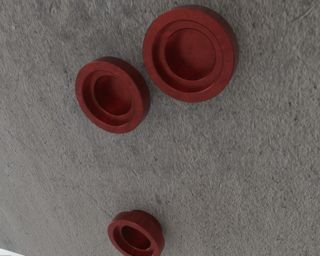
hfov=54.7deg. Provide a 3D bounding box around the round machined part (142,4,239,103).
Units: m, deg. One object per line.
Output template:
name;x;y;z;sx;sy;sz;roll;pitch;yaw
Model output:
round machined part;0.035;-0.080;0.328;0.098;0.042;0.097;13;124;21

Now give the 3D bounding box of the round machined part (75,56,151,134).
round machined part;-0.056;-0.045;0.398;0.098;0.042;0.097;13;124;21

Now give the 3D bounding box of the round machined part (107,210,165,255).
round machined part;-0.036;0.179;0.525;0.098;0.042;0.097;13;124;21
